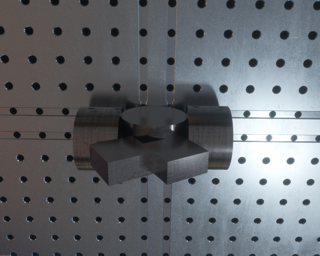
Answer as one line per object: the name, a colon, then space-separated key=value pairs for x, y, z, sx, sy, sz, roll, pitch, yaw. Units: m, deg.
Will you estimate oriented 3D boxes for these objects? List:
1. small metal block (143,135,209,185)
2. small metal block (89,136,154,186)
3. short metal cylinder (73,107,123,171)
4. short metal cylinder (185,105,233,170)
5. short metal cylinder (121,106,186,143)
small metal block: x=0.016 y=0.032 z=0.330 sx=0.050 sy=0.050 sz=0.025 roll=-11 pitch=113 yaw=-29
small metal block: x=-0.040 y=0.032 z=0.325 sx=0.050 sy=0.050 sz=0.025 roll=-11 pitch=114 yaw=-30
short metal cylinder: x=-0.073 y=0.013 z=0.388 sx=0.050 sy=0.080 sz=0.079 roll=1 pitch=110 yaw=0
short metal cylinder: x=0.058 y=0.012 z=0.388 sx=0.050 sy=0.080 sz=0.079 roll=1 pitch=110 yaw=0
short metal cylinder: x=-0.007 y=0.008 z=0.386 sx=0.081 sy=0.080 sz=0.050 roll=1 pitch=110 yaw=-1
